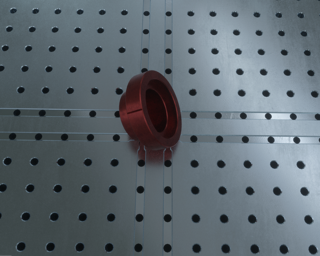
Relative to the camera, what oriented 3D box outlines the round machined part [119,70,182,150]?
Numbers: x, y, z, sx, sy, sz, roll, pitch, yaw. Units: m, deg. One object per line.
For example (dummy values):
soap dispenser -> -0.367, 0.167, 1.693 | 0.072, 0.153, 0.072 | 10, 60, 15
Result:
round machined part -> -0.014, -0.020, 0.389 | 0.042, 0.098, 0.098 | -14, 67, 28
